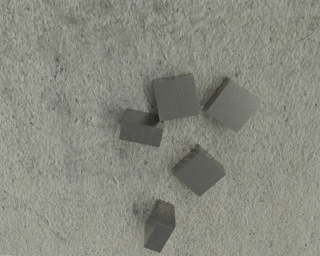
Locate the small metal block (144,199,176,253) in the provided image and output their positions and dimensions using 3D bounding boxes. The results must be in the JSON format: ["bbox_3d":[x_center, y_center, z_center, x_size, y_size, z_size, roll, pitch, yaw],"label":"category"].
[{"bbox_3d":[-0.001,0.141,0.448,0.025,0.050,0.050,24,108,-9],"label":"small metal block"}]

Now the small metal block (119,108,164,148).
[{"bbox_3d":[-0.023,-0.001,0.396,0.050,0.050,0.025,12,110,-5],"label":"small metal block"}]

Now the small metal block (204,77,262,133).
[{"bbox_3d":[0.093,-0.030,0.399,0.050,0.025,0.050,32,107,-12],"label":"small metal block"}]

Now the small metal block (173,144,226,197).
[{"bbox_3d":[0.055,0.059,0.432,0.050,0.025,0.050,42,105,-14],"label":"small metal block"}]

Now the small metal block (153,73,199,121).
[{"bbox_3d":[0.021,-0.040,0.395,0.050,0.025,0.050,-9,110,3],"label":"small metal block"}]
